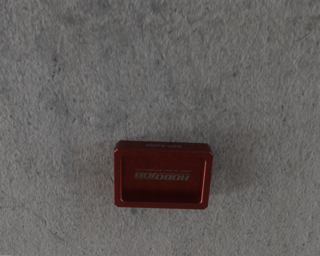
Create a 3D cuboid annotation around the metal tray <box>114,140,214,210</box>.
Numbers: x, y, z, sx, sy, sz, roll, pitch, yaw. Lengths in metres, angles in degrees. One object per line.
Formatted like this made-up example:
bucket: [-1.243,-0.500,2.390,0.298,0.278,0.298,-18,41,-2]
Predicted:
metal tray: [0.003,0.066,0.431,0.131,0.030,0.089,2,110,-2]
